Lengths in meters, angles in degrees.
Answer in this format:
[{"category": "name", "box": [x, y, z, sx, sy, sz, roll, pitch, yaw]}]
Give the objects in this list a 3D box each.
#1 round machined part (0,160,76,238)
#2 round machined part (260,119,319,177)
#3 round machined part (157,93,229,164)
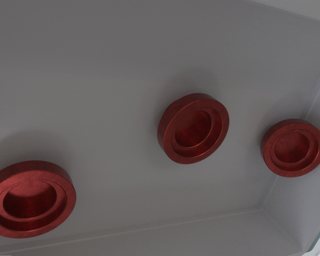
[{"category": "round machined part", "box": [-0.152, 0.078, 0.362, 0.099, 0.042, 0.097, -14, 124, -21]}, {"category": "round machined part", "box": [0.217, 0.030, 0.517, 0.099, 0.042, 0.097, 1, 111, 2]}, {"category": "round machined part", "box": [0.041, -0.003, 0.418, 0.099, 0.042, 0.097, -14, 124, -21]}]
